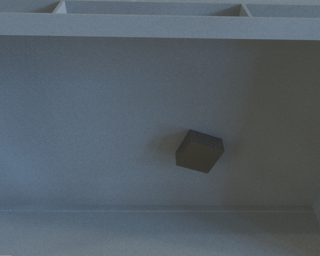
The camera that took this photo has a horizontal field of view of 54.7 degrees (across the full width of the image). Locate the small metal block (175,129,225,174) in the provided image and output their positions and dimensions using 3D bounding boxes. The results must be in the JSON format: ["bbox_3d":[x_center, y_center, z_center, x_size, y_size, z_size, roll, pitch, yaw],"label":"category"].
[{"bbox_3d":[0.055,0.034,0.439,0.050,0.025,0.050,17,128,-14],"label":"small metal block"}]
